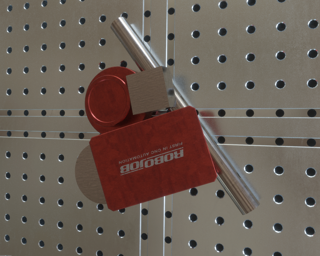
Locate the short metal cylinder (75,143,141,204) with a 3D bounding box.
[{"bbox_3d":[-0.066,0.057,0.418,0.080,0.050,0.079,0,90,20],"label":"short metal cylinder"}]

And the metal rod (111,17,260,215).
[{"bbox_3d":[0.026,-0.024,0.400,0.025,0.025,0.299,-38,78,16],"label":"metal rod"}]

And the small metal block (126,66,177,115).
[{"bbox_3d":[-0.010,-0.046,0.387,0.050,0.025,0.050,-11,89,24],"label":"small metal block"}]

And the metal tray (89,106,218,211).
[{"bbox_3d":[-0.008,0.036,0.368,0.131,0.030,0.090,-18,84,6],"label":"metal tray"}]

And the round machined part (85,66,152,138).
[{"bbox_3d":[-0.061,-0.035,0.420,0.098,0.042,0.097,0,90,21],"label":"round machined part"}]
